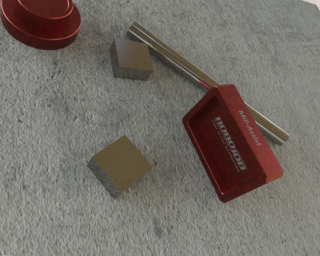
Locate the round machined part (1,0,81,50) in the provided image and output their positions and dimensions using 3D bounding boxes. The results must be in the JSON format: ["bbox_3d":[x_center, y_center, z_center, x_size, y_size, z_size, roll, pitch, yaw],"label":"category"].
[{"bbox_3d":[-0.153,-0.154,0.405,0.099,0.042,0.098,14,56,-21],"label":"round machined part"}]

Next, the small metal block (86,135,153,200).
[{"bbox_3d":[-0.046,0.044,0.354,0.050,0.025,0.050,49,51,6],"label":"small metal block"}]

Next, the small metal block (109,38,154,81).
[{"bbox_3d":[-0.041,-0.097,0.442,0.050,0.025,0.050,2,61,-28],"label":"small metal block"}]

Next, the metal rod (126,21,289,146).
[{"bbox_3d":[0.078,-0.067,0.488,0.301,0.025,0.025,35,51,-6],"label":"metal rod"}]

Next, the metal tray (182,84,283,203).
[{"bbox_3d":[0.086,0.020,0.397,0.030,0.090,0.130,-12,68,-33],"label":"metal tray"}]
